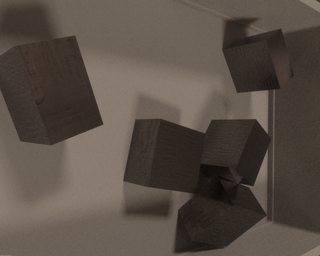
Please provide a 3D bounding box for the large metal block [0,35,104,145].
[{"bbox_3d":[-0.105,-0.032,0.284,0.050,0.080,0.080,-25,106,-37],"label":"large metal block"}]

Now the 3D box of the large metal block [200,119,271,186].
[{"bbox_3d":[0.107,0.034,0.463,0.050,0.080,0.080,43,64,-32],"label":"large metal block"}]

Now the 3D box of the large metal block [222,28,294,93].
[{"bbox_3d":[0.161,-0.107,0.509,0.050,0.080,0.080,-39,114,-34],"label":"large metal block"}]

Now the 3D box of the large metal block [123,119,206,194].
[{"bbox_3d":[0.007,0.037,0.399,0.081,0.050,0.080,17,79,-39],"label":"large metal block"}]

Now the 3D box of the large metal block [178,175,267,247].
[{"bbox_3d":[0.088,0.120,0.441,0.080,0.050,0.080,25,117,-38],"label":"large metal block"}]
